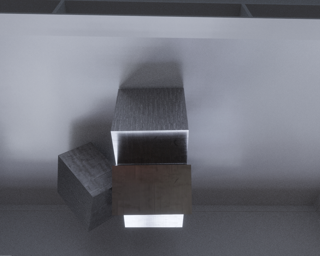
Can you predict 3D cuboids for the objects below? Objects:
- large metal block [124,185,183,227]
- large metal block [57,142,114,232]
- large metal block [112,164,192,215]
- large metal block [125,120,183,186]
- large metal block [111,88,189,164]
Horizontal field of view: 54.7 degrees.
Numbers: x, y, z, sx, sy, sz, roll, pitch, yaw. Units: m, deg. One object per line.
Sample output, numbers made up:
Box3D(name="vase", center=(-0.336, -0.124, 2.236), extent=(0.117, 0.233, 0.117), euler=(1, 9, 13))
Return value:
Box3D(name="large metal block", center=(-0.009, 0.095, 0.451), extent=(0.081, 0.080, 0.050), euler=(0, 130, -1))
Box3D(name="large metal block", center=(-0.097, 0.080, 0.427), extent=(0.050, 0.080, 0.079), euler=(-25, 144, -39))
Box3D(name="large metal block", center=(-0.008, 0.066, 0.353), extent=(0.081, 0.080, 0.050), euler=(-1, 85, 0))
Box3D(name="large metal block", center=(-0.010, 0.034, 0.422), extent=(0.081, 0.050, 0.079), euler=(-1, 130, 0))
Box3D(name="large metal block", center=(-0.010, -0.004, 0.366), extent=(0.081, 0.080, 0.050), euler=(-1, 130, 0))
